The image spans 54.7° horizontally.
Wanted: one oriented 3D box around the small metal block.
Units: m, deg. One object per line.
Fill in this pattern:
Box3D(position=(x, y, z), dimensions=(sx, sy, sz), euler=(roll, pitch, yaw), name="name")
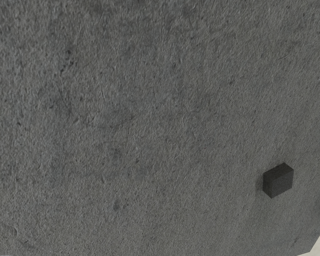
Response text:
Box3D(position=(0.228, 0.101, 0.598), dimensions=(0.050, 0.025, 0.050), euler=(-23, 127, -15), name="small metal block")
